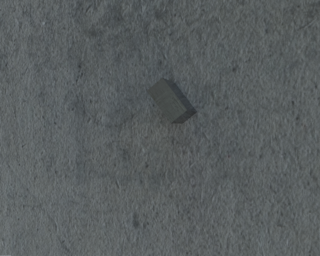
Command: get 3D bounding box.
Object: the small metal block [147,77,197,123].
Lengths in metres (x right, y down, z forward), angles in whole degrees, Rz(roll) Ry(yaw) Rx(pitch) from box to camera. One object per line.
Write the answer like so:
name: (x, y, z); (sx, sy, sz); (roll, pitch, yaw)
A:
small metal block: (0.016, -0.033, 0.390); (0.025, 0.050, 0.050); (-40, 78, 16)
